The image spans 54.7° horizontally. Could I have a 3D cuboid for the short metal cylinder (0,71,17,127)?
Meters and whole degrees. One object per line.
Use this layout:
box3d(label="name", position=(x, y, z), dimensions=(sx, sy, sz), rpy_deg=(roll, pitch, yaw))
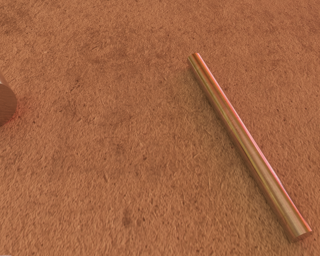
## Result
box3d(label="short metal cylinder", position=(-0.235, -0.040, 0.400), dimensions=(0.081, 0.080, 0.050), rpy_deg=(-29, 56, -22))

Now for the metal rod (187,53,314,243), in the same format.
box3d(label="metal rod", position=(0.099, 0.000, 0.403), dimensions=(0.025, 0.025, 0.300), rpy_deg=(-13, 51, -11))
